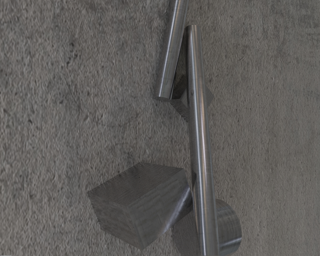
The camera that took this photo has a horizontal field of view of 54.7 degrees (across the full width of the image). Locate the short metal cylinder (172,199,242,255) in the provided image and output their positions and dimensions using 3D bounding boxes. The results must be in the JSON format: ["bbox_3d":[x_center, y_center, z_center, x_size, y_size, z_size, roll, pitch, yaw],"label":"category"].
[{"bbox_3d":[0.063,0.140,0.421,0.050,0.080,0.080,1,89,-40],"label":"short metal cylinder"}]

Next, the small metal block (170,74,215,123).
[{"bbox_3d":[0.045,-0.043,0.442,0.050,0.025,0.050,46,63,-30],"label":"small metal block"}]

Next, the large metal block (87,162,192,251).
[{"bbox_3d":[-0.021,0.082,0.351,0.081,0.080,0.050,-27,107,-37],"label":"large metal block"}]

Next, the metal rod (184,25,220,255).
[{"bbox_3d":[0.048,-0.004,0.381,0.025,0.025,0.299,21,57,-38],"label":"metal rod"}]

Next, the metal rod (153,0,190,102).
[{"bbox_3d":[0.029,-0.183,0.428,0.025,0.025,0.299,17,79,-39],"label":"metal rod"}]
